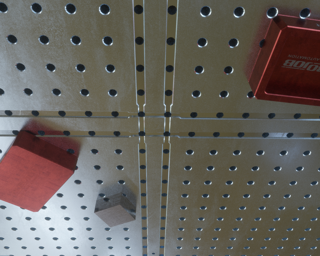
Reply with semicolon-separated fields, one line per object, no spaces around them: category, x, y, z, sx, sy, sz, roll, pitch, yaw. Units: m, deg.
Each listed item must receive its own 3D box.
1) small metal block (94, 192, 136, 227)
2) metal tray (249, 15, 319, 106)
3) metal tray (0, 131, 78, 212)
small metal block;-0.076;0.141;0.531;0.050;0.025;0.050;-21;127;16
metal tray;0.179;-0.070;0.351;0.131;0.030;0.089;6;130;-6
metal tray;-0.196;0.070;0.465;0.090;0.030;0.129;31;123;-24
